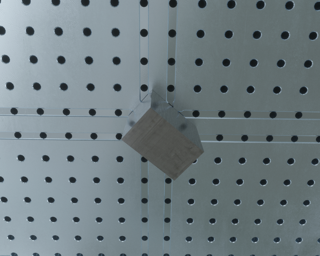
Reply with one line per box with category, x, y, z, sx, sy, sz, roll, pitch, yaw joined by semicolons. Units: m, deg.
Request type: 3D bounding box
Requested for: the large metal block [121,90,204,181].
large metal block;0.003;0.006;0.386;0.080;0.080;0.050;39;106;-14
